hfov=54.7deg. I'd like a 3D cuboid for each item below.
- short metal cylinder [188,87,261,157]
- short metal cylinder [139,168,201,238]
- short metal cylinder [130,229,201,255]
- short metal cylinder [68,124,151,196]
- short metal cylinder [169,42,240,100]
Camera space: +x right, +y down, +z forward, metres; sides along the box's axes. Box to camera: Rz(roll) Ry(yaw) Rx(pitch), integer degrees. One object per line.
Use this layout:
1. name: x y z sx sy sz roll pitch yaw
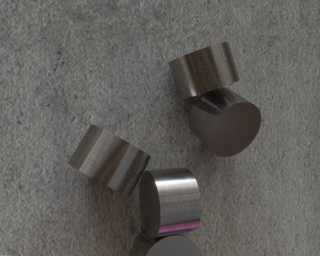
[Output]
1. short metal cylinder: 0.085 -0.008 0.412 0.081 0.050 0.079 -13 124 -20
2. short metal cylinder: 0.010 0.091 0.385 0.050 0.080 0.079 -2 91 -20
3. short metal cylinder: 0.007 0.170 0.400 0.081 0.050 0.079 0 90 -21
4. short metal cylinder: -0.057 0.037 0.359 0.080 0.080 0.050 32 80 -18
5. short metal cylinder: 0.057 -0.073 0.402 0.081 0.080 0.050 -21 97 -19
